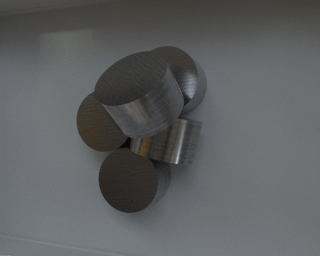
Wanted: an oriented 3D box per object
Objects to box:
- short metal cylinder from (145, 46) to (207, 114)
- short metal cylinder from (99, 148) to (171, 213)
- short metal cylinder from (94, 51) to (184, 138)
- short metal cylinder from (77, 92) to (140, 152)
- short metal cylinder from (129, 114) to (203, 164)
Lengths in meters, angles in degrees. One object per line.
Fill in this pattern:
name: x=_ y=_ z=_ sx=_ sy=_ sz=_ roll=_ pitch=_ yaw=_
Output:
short metal cylinder: x=0.014 y=-0.057 z=0.390 sx=0.080 sy=0.050 sz=0.079 roll=0 pitch=90 yaw=19
short metal cylinder: x=-0.032 y=0.065 z=0.405 sx=0.080 sy=0.050 sz=0.079 roll=0 pitch=90 yaw=19
short metal cylinder: x=-0.021 y=-0.036 z=0.327 sx=0.080 sy=0.050 sz=0.080 roll=-15 pitch=45 yaw=16
short metal cylinder: x=-0.063 y=-0.010 z=0.416 sx=0.080 sy=0.050 sz=0.079 roll=0 pitch=90 yaw=19
short metal cylinder: x=0.007 y=0.009 z=0.377 sx=0.080 sy=0.080 sz=0.050 roll=14 pitch=95 yaw=19
